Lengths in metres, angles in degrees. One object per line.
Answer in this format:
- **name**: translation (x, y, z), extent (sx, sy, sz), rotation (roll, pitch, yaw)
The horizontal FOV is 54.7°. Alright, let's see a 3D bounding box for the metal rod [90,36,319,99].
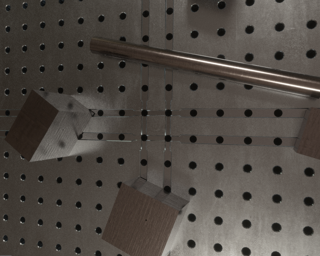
- **metal rod**: translation (0.044, -0.082, 0.396), extent (0.301, 0.025, 0.025), rotation (15, 95, 19)

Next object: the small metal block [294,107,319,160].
- **small metal block**: translation (0.169, 0.006, 0.340), extent (0.025, 0.050, 0.050), rotation (18, 96, 19)

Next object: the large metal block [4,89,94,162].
- **large metal block**: translation (-0.153, -0.003, 0.436), extent (0.050, 0.080, 0.080), rotation (37, 102, 16)

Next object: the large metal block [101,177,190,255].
- **large metal block**: translation (-0.018, 0.120, 0.405), extent (0.080, 0.050, 0.080), rotation (23, 97, 18)
